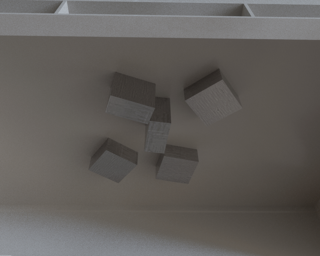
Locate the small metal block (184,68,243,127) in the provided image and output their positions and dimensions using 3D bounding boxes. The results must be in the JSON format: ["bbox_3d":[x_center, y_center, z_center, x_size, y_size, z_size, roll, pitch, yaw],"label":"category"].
[{"bbox_3d":[0.065,-0.036,0.379,0.050,0.025,0.050,-29,125,22],"label":"small metal block"}]

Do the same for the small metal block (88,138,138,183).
[{"bbox_3d":[-0.067,0.048,0.449,0.050,0.025,0.050,30,124,-23],"label":"small metal block"}]

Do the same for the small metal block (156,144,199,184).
[{"bbox_3d":[0.024,0.053,0.455,0.050,0.025,0.050,11,129,-9],"label":"small metal block"}]

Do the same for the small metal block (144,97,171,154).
[{"bbox_3d":[-0.003,-0.004,0.389,0.025,0.050,0.050,7,130,-6],"label":"small metal block"}]

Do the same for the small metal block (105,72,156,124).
[{"bbox_3d":[-0.033,-0.036,0.362,0.050,0.050,0.025,15,128,-13],"label":"small metal block"}]
